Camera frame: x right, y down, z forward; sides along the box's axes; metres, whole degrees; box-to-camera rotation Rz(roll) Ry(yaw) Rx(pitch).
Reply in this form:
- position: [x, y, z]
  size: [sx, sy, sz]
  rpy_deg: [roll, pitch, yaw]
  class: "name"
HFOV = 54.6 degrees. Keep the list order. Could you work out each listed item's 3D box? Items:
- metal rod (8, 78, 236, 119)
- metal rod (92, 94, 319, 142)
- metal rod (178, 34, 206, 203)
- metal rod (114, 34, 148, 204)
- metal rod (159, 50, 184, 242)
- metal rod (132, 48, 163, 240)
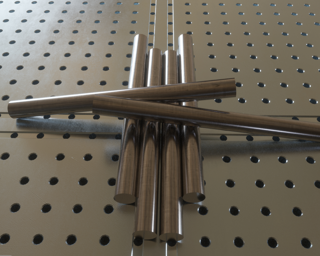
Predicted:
- position: [-0.054, -0.038, 0.410]
  size: [0.301, 0.025, 0.025]
  rpy_deg: [-5, 50, 7]
  class: "metal rod"
- position: [0.069, -0.011, 0.390]
  size: [0.302, 0.025, 0.025]
  rpy_deg: [7, 50, -6]
  class: "metal rod"
- position: [0.041, -0.038, 0.439]
  size: [0.025, 0.025, 0.300]
  rpy_deg: [1, 50, 1]
  class: "metal rod"
- position: [-0.035, -0.037, 0.438]
  size: [0.025, 0.025, 0.300]
  rpy_deg: [1, 50, 1]
  class: "metal rod"
- position: [0.015, -0.003, 0.412]
  size: [0.025, 0.025, 0.300]
  rpy_deg: [1, 50, 1]
  class: "metal rod"
- position: [-0.012, -0.006, 0.411]
  size: [0.025, 0.025, 0.300]
  rpy_deg: [1, 50, 1]
  class: "metal rod"
